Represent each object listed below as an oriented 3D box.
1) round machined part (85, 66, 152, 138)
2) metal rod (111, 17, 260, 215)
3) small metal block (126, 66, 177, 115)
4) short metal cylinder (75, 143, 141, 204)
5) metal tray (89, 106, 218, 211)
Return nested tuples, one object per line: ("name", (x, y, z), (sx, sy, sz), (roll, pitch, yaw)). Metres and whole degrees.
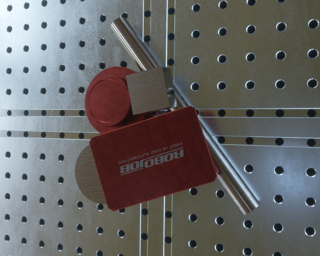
("round machined part", (-0.061, -0.035, 0.420), (0.098, 0.042, 0.097), (0, 90, 21))
("metal rod", (0.026, -0.024, 0.400), (0.025, 0.025, 0.299), (-38, 78, 16))
("small metal block", (-0.010, -0.046, 0.387), (0.050, 0.025, 0.050), (-11, 89, 24))
("short metal cylinder", (-0.066, 0.057, 0.418), (0.080, 0.050, 0.079), (0, 90, 20))
("metal tray", (-0.008, 0.036, 0.368), (0.131, 0.030, 0.090), (-18, 84, 6))
